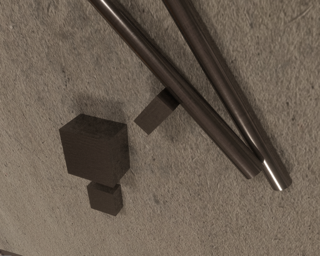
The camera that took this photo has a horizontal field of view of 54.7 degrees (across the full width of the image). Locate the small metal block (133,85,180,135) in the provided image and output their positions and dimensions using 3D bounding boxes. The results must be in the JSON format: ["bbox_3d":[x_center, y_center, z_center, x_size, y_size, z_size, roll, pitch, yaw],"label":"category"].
[{"bbox_3d":[0.002,-0.025,0.373,0.025,0.050,0.050,44,129,-3],"label":"small metal block"}]

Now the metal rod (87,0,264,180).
[{"bbox_3d":[0.008,-0.062,0.348,0.300,0.025,0.025,48,129,-1],"label":"metal rod"}]

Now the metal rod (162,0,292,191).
[{"bbox_3d":[0.066,-0.055,0.337,0.025,0.025,0.299,-24,106,36],"label":"metal rod"}]

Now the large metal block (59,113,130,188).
[{"bbox_3d":[-0.094,0.032,0.458,0.080,0.050,0.079,13,124,21],"label":"large metal block"}]

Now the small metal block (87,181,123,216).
[{"bbox_3d":[-0.093,0.117,0.526,0.050,0.025,0.050,11,123,21],"label":"small metal block"}]
